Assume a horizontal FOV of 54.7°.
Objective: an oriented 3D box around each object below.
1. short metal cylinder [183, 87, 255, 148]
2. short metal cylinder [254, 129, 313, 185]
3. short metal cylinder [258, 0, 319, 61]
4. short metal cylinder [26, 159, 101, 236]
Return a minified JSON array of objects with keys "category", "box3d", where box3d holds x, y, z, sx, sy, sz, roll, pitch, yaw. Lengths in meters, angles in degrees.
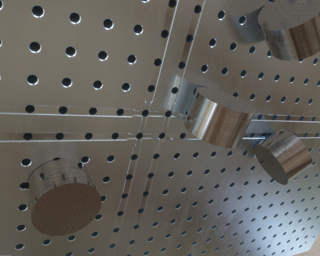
[{"category":"short metal cylinder","box3d":[0.078,-0.015,0.411,0.081,0.080,0.050,6,116,-31]},{"category":"short metal cylinder","box3d":[0.205,0.048,0.521,0.050,0.080,0.080,-33,129,-7]},{"category":"short metal cylinder","box3d":[0.171,-0.132,0.390,0.080,0.080,0.050,-41,130,0]},{"category":"short metal cylinder","box3d":[-0.119,0.085,0.383,0.081,0.050,0.079,-15,125,-22]}]
